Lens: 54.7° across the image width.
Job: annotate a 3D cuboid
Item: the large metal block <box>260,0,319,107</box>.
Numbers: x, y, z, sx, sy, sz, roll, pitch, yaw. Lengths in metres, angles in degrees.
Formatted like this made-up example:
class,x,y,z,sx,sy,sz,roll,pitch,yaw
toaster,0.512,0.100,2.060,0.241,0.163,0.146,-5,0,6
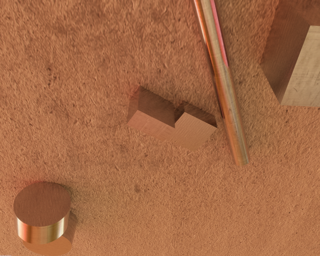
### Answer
class,x,y,z,sx,sy,sz,roll,pitch,yaw
large metal block,0.144,-0.077,0.307,0.050,0.080,0.079,2,130,-2

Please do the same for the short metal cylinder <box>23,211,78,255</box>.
class,x,y,z,sx,sy,sz,roll,pitch,yaw
short metal cylinder,-0.190,0.181,0.543,0.081,0.050,0.079,0,130,0

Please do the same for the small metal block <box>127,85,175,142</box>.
class,x,y,z,sx,sy,sz,roll,pitch,yaw
small metal block,-0.010,-0.018,0.376,0.050,0.050,0.025,26,125,-21

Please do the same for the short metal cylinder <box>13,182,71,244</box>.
class,x,y,z,sx,sy,sz,roll,pitch,yaw
short metal cylinder,-0.182,0.131,0.481,0.081,0.080,0.050,11,129,-10

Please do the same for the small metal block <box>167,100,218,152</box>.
class,x,y,z,sx,sy,sz,roll,pitch,yaw
small metal block,0.038,-0.001,0.406,0.050,0.025,0.050,25,126,-20

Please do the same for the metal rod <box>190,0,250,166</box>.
class,x,y,z,sx,sy,sz,roll,pitch,yaw
metal rod,0.070,-0.063,0.354,0.025,0.025,0.299,-15,129,12
